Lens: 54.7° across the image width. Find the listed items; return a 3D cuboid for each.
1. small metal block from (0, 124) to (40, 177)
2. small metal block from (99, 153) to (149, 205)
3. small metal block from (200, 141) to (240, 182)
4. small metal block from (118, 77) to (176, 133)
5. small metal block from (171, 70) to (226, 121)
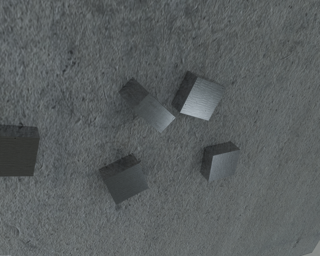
[{"bbox_3d":[-0.161,0.025,0.334,0.050,0.025,0.050,5,116,-31],"label":"small metal block"},{"bbox_3d":[-0.049,0.070,0.423,0.050,0.025,0.050,-26,128,-13],"label":"small metal block"},{"bbox_3d":[0.095,0.053,0.491,0.050,0.025,0.050,-10,123,-23],"label":"small metal block"},{"bbox_3d":[-0.016,-0.027,0.365,0.025,0.050,0.050,-47,129,4],"label":"small metal block"},{"bbox_3d":[0.051,-0.042,0.408,0.050,0.025,0.050,13,112,-34],"label":"small metal block"}]
